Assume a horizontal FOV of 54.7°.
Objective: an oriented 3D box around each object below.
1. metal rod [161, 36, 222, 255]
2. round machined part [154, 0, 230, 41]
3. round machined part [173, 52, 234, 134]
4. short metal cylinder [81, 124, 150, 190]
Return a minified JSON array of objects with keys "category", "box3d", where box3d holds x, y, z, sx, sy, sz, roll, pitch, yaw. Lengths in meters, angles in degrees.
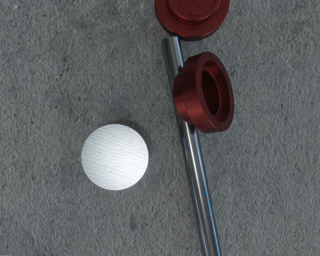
[{"category":"metal rod","box3d":[0.042,0.029,0.410,0.025,0.025,0.298,-11,90,0]},{"category":"round machined part","box3d":[0.042,-0.167,0.402,0.099,0.042,0.097,0,90,0]},{"category":"round machined part","box3d":[0.052,-0.041,0.384,0.042,0.099,0.097,-11,90,35]},{"category":"short metal cylinder","box3d":[-0.054,0.035,0.397,0.081,0.050,0.080,0,90,0]}]
